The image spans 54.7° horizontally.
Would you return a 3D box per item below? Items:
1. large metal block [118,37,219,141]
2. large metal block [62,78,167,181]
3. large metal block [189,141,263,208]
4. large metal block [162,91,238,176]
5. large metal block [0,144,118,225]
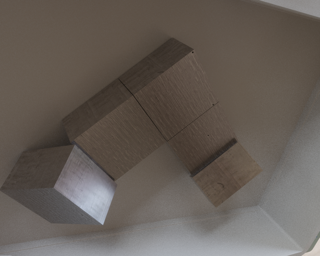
[{"bbox_3d":[0.012,-0.045,0.368,0.080,0.050,0.080,-38,129,-3],"label":"large metal block"},{"bbox_3d":[-0.052,0.004,0.364,0.080,0.050,0.080,-38,129,-3],"label":"large metal block"},{"bbox_3d":[0.092,0.067,0.454,0.080,0.050,0.080,-38,173,-3],"label":"large metal block"},{"bbox_3d":[0.048,0.005,0.419,0.080,0.050,0.080,-38,129,-3],"label":"large metal block"},{"bbox_3d":[-0.109,0.066,0.343,0.080,0.050,0.080,-8,137,29],"label":"large metal block"}]
